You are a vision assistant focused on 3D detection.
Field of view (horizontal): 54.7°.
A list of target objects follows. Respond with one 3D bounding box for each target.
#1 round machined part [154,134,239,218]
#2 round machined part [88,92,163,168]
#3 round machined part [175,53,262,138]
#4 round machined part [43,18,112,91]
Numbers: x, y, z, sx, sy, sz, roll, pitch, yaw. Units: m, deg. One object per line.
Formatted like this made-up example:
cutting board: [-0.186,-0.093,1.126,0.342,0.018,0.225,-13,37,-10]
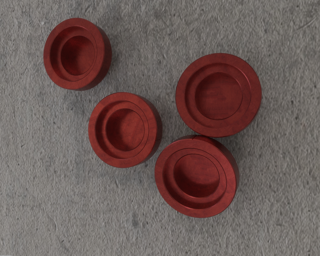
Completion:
round machined part: [0.047,0.055,0.376,0.098,0.042,0.097,6,105,21]
round machined part: [-0.042,0.003,0.415,0.098,0.042,0.097,0,90,20]
round machined part: [0.072,-0.037,0.374,0.098,0.042,0.097,0,89,19]
round machined part: [-0.111,-0.101,0.439,0.098,0.042,0.097,0,90,20]
